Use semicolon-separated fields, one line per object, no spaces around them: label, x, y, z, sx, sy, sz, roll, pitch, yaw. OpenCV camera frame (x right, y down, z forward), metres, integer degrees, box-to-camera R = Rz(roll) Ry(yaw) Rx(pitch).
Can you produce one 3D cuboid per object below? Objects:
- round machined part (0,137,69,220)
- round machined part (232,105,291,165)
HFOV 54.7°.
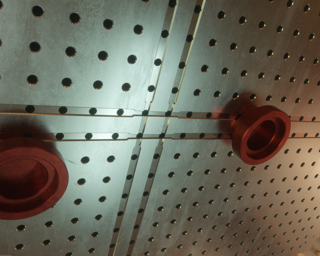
round machined part;-0.157;0.052;0.347;0.099;0.042;0.097;-14;125;-21
round machined part;0.154;0.007;0.492;0.099;0.042;0.097;-14;125;-21
